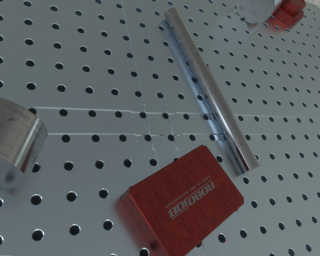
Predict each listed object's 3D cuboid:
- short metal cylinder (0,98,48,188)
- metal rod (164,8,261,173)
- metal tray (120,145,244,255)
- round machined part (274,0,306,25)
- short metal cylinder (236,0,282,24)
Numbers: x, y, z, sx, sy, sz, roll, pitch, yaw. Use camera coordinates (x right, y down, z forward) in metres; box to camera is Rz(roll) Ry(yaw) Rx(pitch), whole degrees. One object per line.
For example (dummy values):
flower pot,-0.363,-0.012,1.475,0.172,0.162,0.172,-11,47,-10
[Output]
short metal cylinder,-0.152,0.014,0.282,0.080,0.080,0.050,22,54,-15
metal rod,0.076,-0.070,0.491,0.025,0.025,0.299,-11,67,-33
metal tray,0.030,0.085,0.369,0.131,0.030,0.090,-26,76,-37
round machined part,0.309,-0.299,0.746,0.099,0.042,0.098,13,56,-21
short metal cylinder,0.207,-0.266,0.646,0.080,0.080,0.050,44,51,2
